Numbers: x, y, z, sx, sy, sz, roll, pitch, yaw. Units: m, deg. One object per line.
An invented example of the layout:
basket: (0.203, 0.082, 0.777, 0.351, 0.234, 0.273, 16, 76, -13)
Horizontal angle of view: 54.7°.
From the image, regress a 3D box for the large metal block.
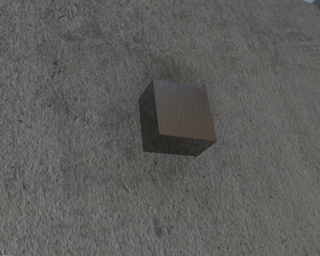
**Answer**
large metal block: (0.021, -0.011, 0.409, 0.081, 0.050, 0.080, 8, 58, -25)
